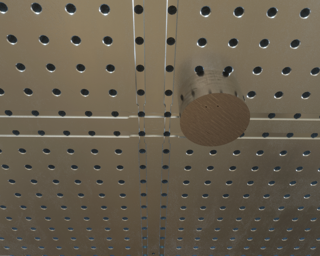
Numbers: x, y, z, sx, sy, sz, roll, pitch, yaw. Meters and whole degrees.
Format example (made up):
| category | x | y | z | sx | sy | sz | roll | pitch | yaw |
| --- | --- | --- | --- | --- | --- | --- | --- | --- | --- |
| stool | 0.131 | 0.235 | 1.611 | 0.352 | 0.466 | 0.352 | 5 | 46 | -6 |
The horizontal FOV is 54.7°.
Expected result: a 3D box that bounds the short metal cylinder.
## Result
| category | x | y | z | sx | sy | sz | roll | pitch | yaw |
| --- | --- | --- | --- | --- | --- | --- | --- | --- | --- |
| short metal cylinder | 0.063 | -0.023 | 0.376 | 0.081 | 0.050 | 0.079 | 0 | 130 | 0 |
